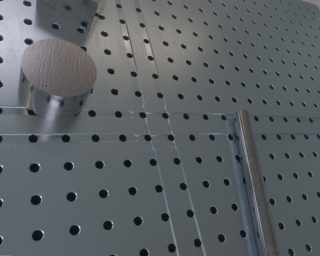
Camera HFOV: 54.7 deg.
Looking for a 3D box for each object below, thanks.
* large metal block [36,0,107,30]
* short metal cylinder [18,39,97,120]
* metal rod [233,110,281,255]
[{"bbox_3d":[-0.120,-0.203,0.451,0.080,0.050,0.080,25,53,-13],"label":"large metal block"},{"bbox_3d":[-0.120,-0.056,0.362,0.081,0.050,0.080,14,56,-21],"label":"short metal cylinder"},{"bbox_3d":[0.134,0.107,0.414,0.025,0.025,0.299,11,57,-22],"label":"metal rod"}]
